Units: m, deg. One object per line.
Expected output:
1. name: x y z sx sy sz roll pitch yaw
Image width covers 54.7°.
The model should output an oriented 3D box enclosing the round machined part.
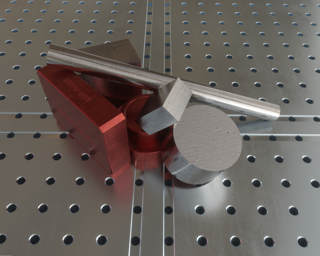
1. round machined part: -0.016 -0.007 0.406 0.099 0.042 0.098 0 50 0

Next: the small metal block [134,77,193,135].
1. small metal block: 0.004 -0.024 0.355 0.025 0.050 0.050 44 49 -20

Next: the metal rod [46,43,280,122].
1. metal rod: 0.017 -0.052 0.390 0.302 0.025 0.025 13 48 -15

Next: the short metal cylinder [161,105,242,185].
1. short metal cylinder: 0.047 0.020 0.360 0.081 0.050 0.080 7 62 -13

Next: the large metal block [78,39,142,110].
1. large metal block: -0.071 -0.067 0.425 0.081 0.080 0.050 -17 52 -14

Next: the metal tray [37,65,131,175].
1. metal tray: -0.091 -0.013 0.374 0.030 0.089 0.130 -36 59 -26
